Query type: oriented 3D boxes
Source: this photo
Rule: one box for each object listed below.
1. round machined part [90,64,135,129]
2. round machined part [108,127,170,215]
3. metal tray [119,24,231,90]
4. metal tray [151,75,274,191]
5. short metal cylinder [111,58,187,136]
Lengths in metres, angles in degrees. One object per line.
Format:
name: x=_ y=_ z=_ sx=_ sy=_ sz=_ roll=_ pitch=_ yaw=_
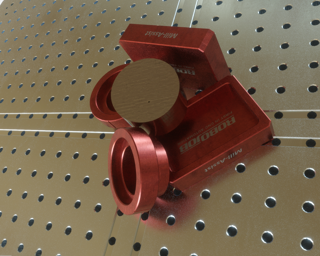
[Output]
round machined part: x=-0.048 y=-0.042 z=0.447 sx=0.098 sy=0.042 sz=0.098 roll=-13 pitch=56 yaw=20
round machined part: x=-0.023 y=0.047 z=0.357 sx=0.098 sy=0.042 sz=0.097 roll=7 pitch=98 yaw=61
metal tray: x=0.020 y=-0.092 z=0.411 sx=0.130 sy=0.090 sz=0.030 roll=16 pitch=71 yaw=34
metal tray: x=0.055 y=0.004 z=0.372 sx=0.130 sy=0.030 sz=0.090 roll=-32 pitch=52 yaw=7
short metal cylinder: x=-0.011 y=-0.036 z=0.371 sx=0.080 sy=0.050 sz=0.080 roll=-5 pitch=70 yaw=13
